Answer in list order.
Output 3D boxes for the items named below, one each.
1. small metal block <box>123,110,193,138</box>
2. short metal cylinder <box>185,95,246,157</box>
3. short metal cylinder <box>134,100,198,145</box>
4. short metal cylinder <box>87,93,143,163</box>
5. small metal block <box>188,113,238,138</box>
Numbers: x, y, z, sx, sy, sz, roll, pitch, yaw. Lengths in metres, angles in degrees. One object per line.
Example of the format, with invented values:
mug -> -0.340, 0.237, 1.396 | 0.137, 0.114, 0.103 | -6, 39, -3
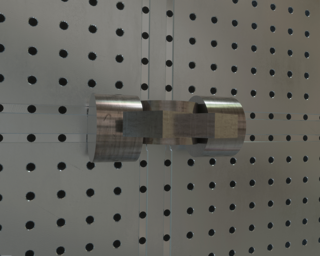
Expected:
small metal block -> -0.001, -0.004, 0.312 | 0.050, 0.050, 0.025 | 1, 90, -52
short metal cylinder -> 0.068, -0.002, 0.408 | 0.050, 0.080, 0.079 | 1, 90, -19
short metal cylinder -> 0.007, -0.006, 0.386 | 0.081, 0.080, 0.050 | 1, 90, -20
short metal cylinder -> -0.055, 0.000, 0.363 | 0.050, 0.080, 0.080 | 1, 90, -20
small metal block -> 0.050, -0.002, 0.336 | 0.050, 0.050, 0.025 | 1, 90, -51
